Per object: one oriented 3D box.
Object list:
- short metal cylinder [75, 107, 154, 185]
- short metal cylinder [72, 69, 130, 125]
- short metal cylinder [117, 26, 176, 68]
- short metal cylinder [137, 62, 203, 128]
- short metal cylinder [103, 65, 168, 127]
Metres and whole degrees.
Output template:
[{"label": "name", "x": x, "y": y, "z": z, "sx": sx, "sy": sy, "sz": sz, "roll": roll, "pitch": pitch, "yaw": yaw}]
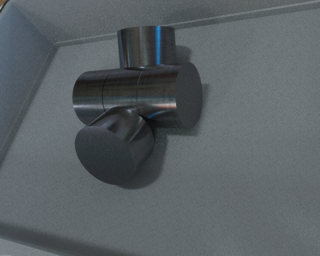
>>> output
[{"label": "short metal cylinder", "x": -0.054, "y": 0.021, "z": 0.374, "sx": 0.080, "sy": 0.080, "sz": 0.050, "roll": 0, "pitch": 28, "yaw": 28}, {"label": "short metal cylinder", "x": -0.074, "y": -0.041, "z": 0.433, "sx": 0.050, "sy": 0.080, "sz": 0.080, "roll": 1, "pitch": 62, "yaw": 29}, {"label": "short metal cylinder", "x": -0.018, "y": -0.111, "z": 0.437, "sx": 0.080, "sy": 0.080, "sz": 0.050, "roll": 2, "pitch": 101, "yaw": 29}, {"label": "short metal cylinder", "x": 0.015, "y": -0.040, "z": 0.385, "sx": 0.050, "sy": 0.080, "sz": 0.080, "roll": 1, "pitch": 62, "yaw": 29}, {"label": "short metal cylinder", "x": -0.030, "y": -0.041, "z": 0.409, "sx": 0.050, "sy": 0.080, "sz": 0.080, "roll": 1, "pitch": 62, "yaw": 29}]
